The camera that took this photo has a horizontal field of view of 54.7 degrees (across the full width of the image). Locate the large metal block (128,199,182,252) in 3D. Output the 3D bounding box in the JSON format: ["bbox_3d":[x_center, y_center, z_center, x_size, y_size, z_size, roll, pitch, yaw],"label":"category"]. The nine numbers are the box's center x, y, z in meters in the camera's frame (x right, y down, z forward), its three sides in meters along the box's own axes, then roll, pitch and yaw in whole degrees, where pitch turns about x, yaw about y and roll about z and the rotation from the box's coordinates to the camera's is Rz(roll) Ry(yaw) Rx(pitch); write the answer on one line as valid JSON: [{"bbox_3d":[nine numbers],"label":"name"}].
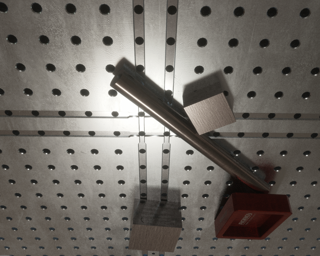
[{"bbox_3d":[-0.010,0.172,0.541,0.081,0.050,0.079,6,130,-6],"label":"large metal block"}]

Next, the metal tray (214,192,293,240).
[{"bbox_3d":[0.151,0.152,0.522,0.091,0.030,0.129,3,143,-4],"label":"metal tray"}]

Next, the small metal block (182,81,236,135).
[{"bbox_3d":[0.062,-0.024,0.392,0.050,0.025,0.050,-21,127,17],"label":"small metal block"}]

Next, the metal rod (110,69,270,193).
[{"bbox_3d":[0.058,0.020,0.429,0.301,0.025,0.025,36,121,-27],"label":"metal rod"}]
